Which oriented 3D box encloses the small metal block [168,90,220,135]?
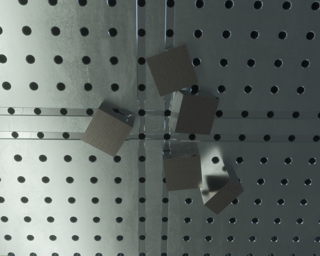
[{"bbox_3d":[0.043,-0.020,0.399,0.050,0.025,0.050,4,111,-21],"label":"small metal block"}]

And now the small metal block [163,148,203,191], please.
[{"bbox_3d":[0.032,0.058,0.436,0.050,0.025,0.050,-6,110,2],"label":"small metal block"}]

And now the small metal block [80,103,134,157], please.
[{"bbox_3d":[-0.070,0.003,0.414,0.050,0.025,0.050,29,107,-11],"label":"small metal block"}]

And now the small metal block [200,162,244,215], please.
[{"bbox_3d":[0.084,0.083,0.432,0.025,0.050,0.050,39,105,-13],"label":"small metal block"}]

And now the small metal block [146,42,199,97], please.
[{"bbox_3d":[0.015,-0.073,0.387,0.050,0.025,0.050,-19,109,6],"label":"small metal block"}]
